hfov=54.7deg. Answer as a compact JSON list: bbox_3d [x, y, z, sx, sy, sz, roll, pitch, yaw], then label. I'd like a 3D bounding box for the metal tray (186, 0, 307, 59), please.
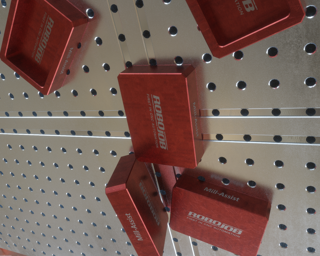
[{"bbox_3d":[0.066,-0.141,0.285,0.090,0.030,0.130,-19,109,35],"label":"metal tray"}]

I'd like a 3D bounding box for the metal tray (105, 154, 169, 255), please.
[{"bbox_3d":[-0.028,0.112,0.448,0.030,0.090,0.129,-16,111,15],"label":"metal tray"}]

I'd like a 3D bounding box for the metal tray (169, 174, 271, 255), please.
[{"bbox_3d":[0.081,0.127,0.443,0.130,0.030,0.089,15,125,19],"label":"metal tray"}]

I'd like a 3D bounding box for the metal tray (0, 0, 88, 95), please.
[{"bbox_3d":[-0.160,-0.118,0.416,0.090,0.030,0.129,39,129,1],"label":"metal tray"}]

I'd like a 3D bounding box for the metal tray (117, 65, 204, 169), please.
[{"bbox_3d":[0.003,-0.013,0.397,0.090,0.030,0.129,5,121,25],"label":"metal tray"}]
